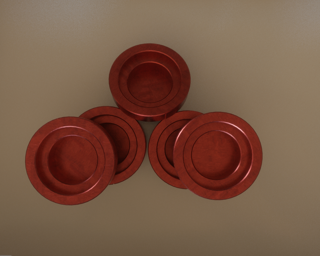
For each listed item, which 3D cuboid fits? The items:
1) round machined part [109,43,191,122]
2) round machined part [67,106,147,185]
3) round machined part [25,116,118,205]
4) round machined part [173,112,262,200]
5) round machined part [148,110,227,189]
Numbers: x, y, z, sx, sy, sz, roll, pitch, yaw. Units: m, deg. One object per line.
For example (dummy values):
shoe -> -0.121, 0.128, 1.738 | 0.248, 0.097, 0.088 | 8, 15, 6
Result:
round machined part -> -0.013, -0.053, 0.391 | 0.099, 0.042, 0.098 | 1, 72, -1
round machined part -> -0.066, 0.022, 0.401 | 0.099, 0.042, 0.097 | 0, 90, 0
round machined part -> -0.098, 0.036, 0.359 | 0.099, 0.042, 0.097 | 0, 90, 0
round machined part -> 0.064, 0.031, 0.360 | 0.099, 0.042, 0.097 | 0, 90, 0
round machined part -> 0.034, 0.027, 0.402 | 0.099, 0.042, 0.097 | 0, 90, 0
